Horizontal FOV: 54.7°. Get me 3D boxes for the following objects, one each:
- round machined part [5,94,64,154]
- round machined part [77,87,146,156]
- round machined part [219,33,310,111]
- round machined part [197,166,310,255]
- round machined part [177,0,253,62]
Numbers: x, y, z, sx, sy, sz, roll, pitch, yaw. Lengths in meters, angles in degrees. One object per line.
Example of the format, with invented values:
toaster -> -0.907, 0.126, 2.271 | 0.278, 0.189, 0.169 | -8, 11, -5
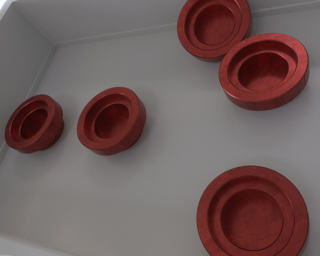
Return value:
round machined part -> -0.196, -0.002, 0.500 | 0.098, 0.042, 0.098 | -13, 56, 21
round machined part -> -0.062, -0.005, 0.431 | 0.098, 0.042, 0.098 | -13, 56, 21
round machined part -> 0.123, -0.061, 0.368 | 0.098, 0.042, 0.098 | -13, 56, 21
round machined part -> 0.088, 0.089, 0.294 | 0.098, 0.042, 0.098 | -13, 56, 21
round machined part -> 0.077, -0.138, 0.424 | 0.098, 0.042, 0.097 | -2, 85, 24
